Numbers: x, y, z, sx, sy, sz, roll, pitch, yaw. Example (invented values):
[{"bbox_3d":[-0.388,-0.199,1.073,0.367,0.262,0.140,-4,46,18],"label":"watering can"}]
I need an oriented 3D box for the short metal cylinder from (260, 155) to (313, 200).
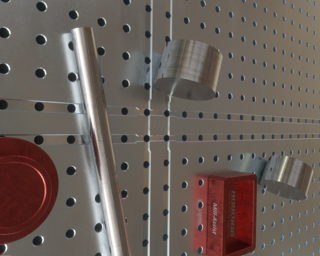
[{"bbox_3d":[0.231,0.091,0.567,0.080,0.080,0.050,40,66,-33],"label":"short metal cylinder"}]

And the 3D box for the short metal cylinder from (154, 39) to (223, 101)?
[{"bbox_3d":[0.037,-0.073,0.404,0.080,0.080,0.050,22,77,-38],"label":"short metal cylinder"}]

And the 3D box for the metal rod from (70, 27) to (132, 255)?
[{"bbox_3d":[-0.063,0.040,0.355,0.025,0.025,0.298,-14,99,-39],"label":"metal rod"}]

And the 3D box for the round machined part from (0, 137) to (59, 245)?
[{"bbox_3d":[-0.140,0.057,0.281,0.099,0.042,0.097,0,90,-40],"label":"round machined part"}]

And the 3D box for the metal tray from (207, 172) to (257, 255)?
[{"bbox_3d":[0.119,0.140,0.505,0.091,0.030,0.129,2,89,-40],"label":"metal tray"}]
